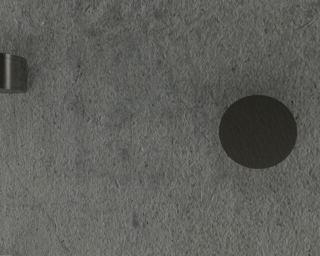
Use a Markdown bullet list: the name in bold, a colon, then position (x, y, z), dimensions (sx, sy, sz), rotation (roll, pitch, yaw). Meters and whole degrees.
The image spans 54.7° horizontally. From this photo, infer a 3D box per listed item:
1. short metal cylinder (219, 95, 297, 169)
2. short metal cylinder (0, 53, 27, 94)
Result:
- **short metal cylinder**: position (0.112, 0.004, 0.356), dimensions (0.080, 0.050, 0.080), rotation (0, 90, 20)
- **short metal cylinder**: position (-0.244, -0.081, 0.466), dimensions (0.080, 0.080, 0.050), rotation (1, 91, 20)
